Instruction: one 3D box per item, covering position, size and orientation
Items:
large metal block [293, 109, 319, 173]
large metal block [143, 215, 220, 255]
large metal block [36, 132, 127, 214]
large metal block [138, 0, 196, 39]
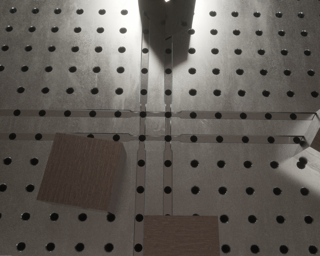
[{"bbox_3d":[0.233,0.020,0.394,0.080,0.050,0.080,32,73,10],"label":"large metal block"},{"bbox_3d":[0.023,0.141,0.347,0.081,0.050,0.080,1,70,0],"label":"large metal block"},{"bbox_3d":[-0.090,0.056,0.377,0.080,0.050,0.080,9,70,3],"label":"large metal block"},{"bbox_3d":[0.008,-0.194,0.453,0.050,0.080,0.080,-31,73,-11],"label":"large metal block"}]
